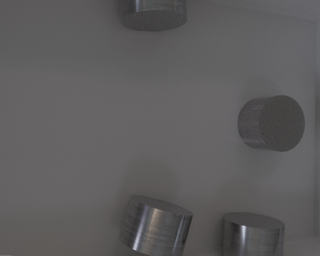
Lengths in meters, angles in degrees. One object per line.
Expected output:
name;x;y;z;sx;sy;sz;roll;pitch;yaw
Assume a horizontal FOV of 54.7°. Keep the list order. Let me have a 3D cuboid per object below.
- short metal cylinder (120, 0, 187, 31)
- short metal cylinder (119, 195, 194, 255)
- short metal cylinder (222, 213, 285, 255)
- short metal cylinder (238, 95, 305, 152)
short metal cylinder;-0.008;-0.155;0.378;0.081;0.080;0.050;-3;91;-20
short metal cylinder;-0.004;0.119;0.380;0.081;0.080;0.050;18;84;-19
short metal cylinder;0.129;0.152;0.429;0.081;0.080;0.050;5;89;-20
short metal cylinder;0.163;-0.006;0.457;0.081;0.050;0.080;0;90;-20
